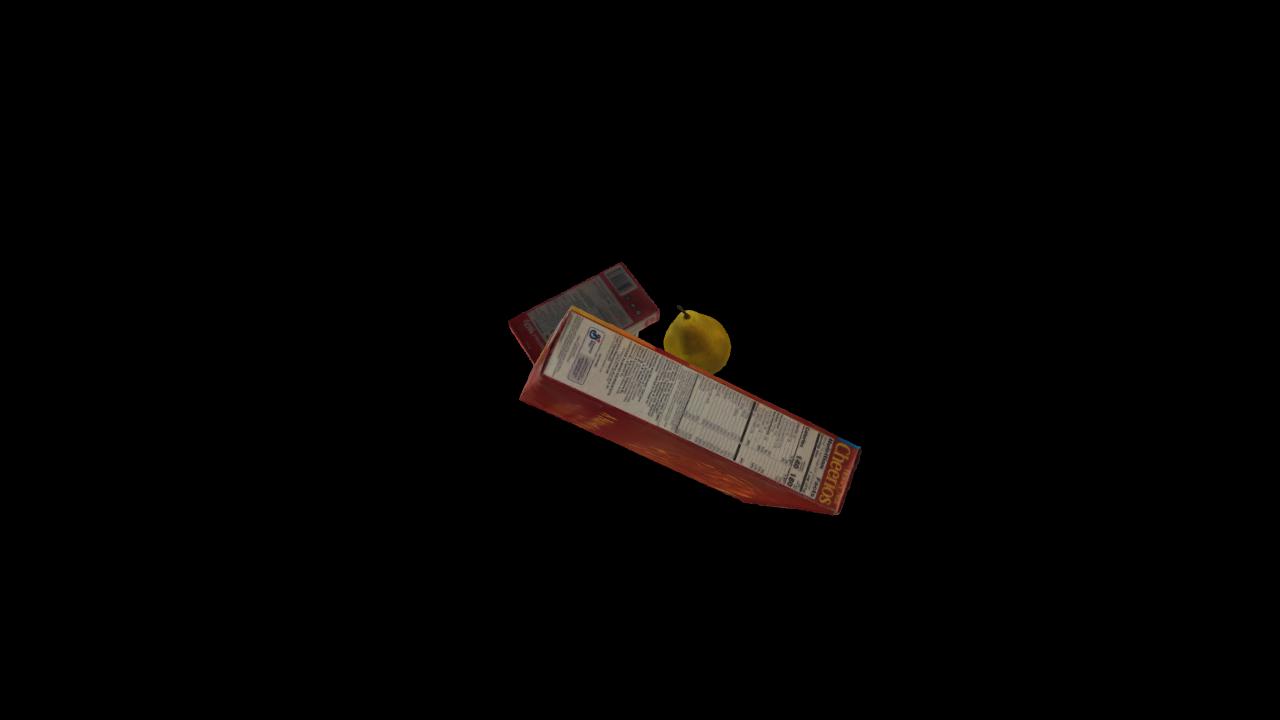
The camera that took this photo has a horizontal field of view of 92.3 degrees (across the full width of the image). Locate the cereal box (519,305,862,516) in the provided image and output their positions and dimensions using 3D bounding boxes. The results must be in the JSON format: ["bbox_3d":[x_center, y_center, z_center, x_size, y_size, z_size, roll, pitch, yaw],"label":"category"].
[{"bbox_3d":[0.036,0.063,0.632,0.306,0.081,0.203,25,-15,-10],"label":"cereal box"}]

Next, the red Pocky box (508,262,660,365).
[{"bbox_3d":[-0.063,-0.045,0.703,0.155,0.083,0.028,-30,-21,-15],"label":"red Pocky box"}]

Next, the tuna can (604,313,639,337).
[{"bbox_3d":[-0.040,-0.031,0.731,0.084,0.084,0.034,0,27,-48],"label":"tuna can"}]

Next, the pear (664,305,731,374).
[{"bbox_3d":[0.062,-0.026,0.683,0.080,0.080,0.111,0,-21,7],"label":"pear"}]
